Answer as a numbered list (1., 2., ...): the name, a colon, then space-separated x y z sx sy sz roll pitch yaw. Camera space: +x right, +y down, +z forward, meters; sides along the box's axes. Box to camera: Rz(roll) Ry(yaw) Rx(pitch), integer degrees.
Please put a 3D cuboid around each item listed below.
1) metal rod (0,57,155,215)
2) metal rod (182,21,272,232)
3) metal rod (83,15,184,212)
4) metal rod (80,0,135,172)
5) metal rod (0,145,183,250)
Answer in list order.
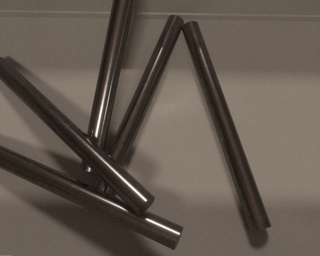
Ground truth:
1. metal rod: -0.122 -0.004 0.381 0.300 0.025 0.025 38 74 23
2. metal rod: 0.082 -0.016 0.416 0.025 0.025 0.299 -13 71 -5
3. metal rod: -0.028 -0.031 0.420 0.025 0.025 0.300 20 71 6
4. metal rod: -0.056 -0.093 0.375 0.025 0.025 0.298 13 96 4
5. metal rod: -0.117 0.066 0.362 0.301 0.025 0.025 20 71 15
